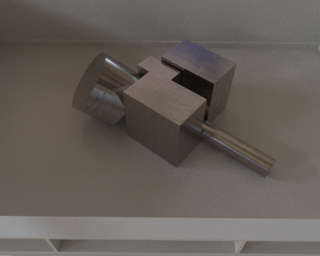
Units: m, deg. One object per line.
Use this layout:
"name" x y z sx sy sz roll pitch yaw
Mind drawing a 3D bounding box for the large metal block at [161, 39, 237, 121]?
"large metal block" 0.049 -0.061 0.420 0.080 0.080 0.050 33 57 24

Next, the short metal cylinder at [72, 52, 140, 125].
"short metal cylinder" -0.071 -0.050 0.401 0.050 0.080 0.080 29 43 -29

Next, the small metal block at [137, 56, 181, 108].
"small metal block" -0.001 -0.059 0.407 0.050 0.050 0.025 33 58 24

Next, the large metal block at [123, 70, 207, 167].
"large metal block" 0.005 -0.011 0.378 0.080 0.080 0.050 32 57 23

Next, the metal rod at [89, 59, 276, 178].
"metal rod" 0.014 -0.025 0.425 0.300 0.025 0.025 32 57 23
